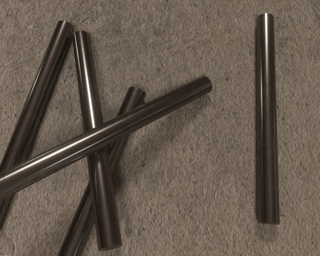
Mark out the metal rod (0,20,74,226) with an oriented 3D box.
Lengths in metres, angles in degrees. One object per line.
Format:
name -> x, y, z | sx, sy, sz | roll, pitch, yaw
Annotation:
metal rod -> -0.172, -0.015, 0.411 | 0.025, 0.025, 0.299 | 12, 70, 4

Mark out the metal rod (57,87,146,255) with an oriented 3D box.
metal rod -> -0.080, 0.083, 0.376 | 0.025, 0.025, 0.299 | 18, 71, 6

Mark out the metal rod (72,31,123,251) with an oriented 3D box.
metal rod -> -0.084, -0.005, 0.388 | 0.025, 0.025, 0.299 | -12, 63, -5

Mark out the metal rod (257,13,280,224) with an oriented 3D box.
metal rod -> 0.144, -0.026, 0.419 | 0.025, 0.025, 0.299 | 6, 70, 2

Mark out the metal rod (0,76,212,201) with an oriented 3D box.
metal rod -> -0.053, 0.002, 0.362 | 0.302, 0.025, 0.025 | -28, 72, -28
